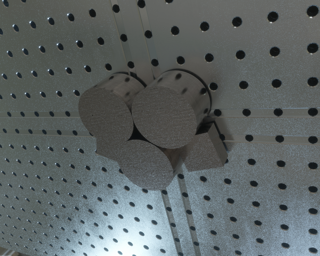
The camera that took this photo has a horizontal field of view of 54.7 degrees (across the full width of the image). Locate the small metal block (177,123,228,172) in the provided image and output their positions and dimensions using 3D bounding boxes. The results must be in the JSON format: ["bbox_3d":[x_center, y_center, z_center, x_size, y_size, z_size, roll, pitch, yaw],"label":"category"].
[{"bbox_3d":[0.052,0.026,0.395,0.050,0.025,0.050,-15,111,34],"label":"small metal block"}]

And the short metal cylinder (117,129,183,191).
[{"bbox_3d":[-0.010,0.037,0.419,0.080,0.050,0.079,13,124,21],"label":"short metal cylinder"}]

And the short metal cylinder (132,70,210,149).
[{"bbox_3d":[0.014,-0.022,0.369,0.080,0.050,0.079,13,124,21],"label":"short metal cylinder"}]

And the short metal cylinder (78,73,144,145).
[{"bbox_3d":[-0.058,-0.025,0.405,0.080,0.050,0.079,13,124,21],"label":"short metal cylinder"}]

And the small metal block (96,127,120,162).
[{"bbox_3d":[-0.065,0.020,0.453,0.050,0.025,0.050,19,126,17],"label":"small metal block"}]
